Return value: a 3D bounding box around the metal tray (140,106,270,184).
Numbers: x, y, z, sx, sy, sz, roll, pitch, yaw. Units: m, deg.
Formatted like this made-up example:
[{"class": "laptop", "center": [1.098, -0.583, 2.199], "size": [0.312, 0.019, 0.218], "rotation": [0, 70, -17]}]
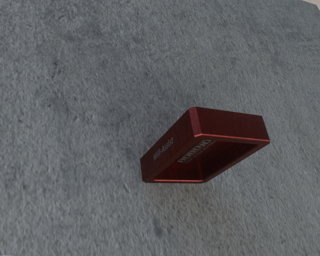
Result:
[{"class": "metal tray", "center": [0.043, 0.026, 0.345], "size": [0.091, 0.129, 0.030], "rotation": [6, 59, -26]}]
